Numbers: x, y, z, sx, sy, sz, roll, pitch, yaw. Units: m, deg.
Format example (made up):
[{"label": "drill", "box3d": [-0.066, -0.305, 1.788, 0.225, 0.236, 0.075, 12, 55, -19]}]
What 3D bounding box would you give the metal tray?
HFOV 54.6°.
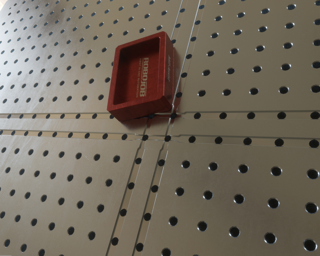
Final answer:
[{"label": "metal tray", "box3d": [-0.028, -0.079, 0.469, 0.090, 0.030, 0.130, -11, 57, 22]}]
